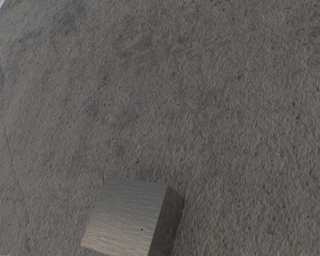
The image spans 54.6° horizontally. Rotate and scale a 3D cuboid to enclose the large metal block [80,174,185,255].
[{"bbox_3d":[-0.027,0.102,0.340,0.080,0.050,0.080,4,64,30],"label":"large metal block"}]
